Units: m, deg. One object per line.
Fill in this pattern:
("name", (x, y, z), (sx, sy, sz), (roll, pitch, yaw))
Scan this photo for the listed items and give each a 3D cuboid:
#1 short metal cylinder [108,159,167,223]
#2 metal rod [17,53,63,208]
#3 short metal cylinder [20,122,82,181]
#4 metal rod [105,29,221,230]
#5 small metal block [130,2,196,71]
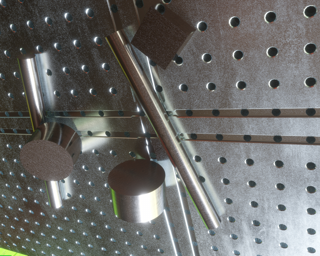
("short metal cylinder", (-0.031, 0.088, 0.445), (0.080, 0.080, 0.050), (11, 123, 22))
("metal rod", (-0.198, 0.022, 0.526), (0.025, 0.025, 0.298), (15, 125, 19))
("short metal cylinder", (-0.170, 0.037, 0.488), (0.080, 0.050, 0.079), (1, 122, 2))
("metal rod", (0.012, 0.014, 0.412), (0.025, 0.025, 0.299), (-16, 111, 34))
("small metal block", (0.003, -0.102, 0.345), (0.050, 0.025, 0.050), (39, 129, 1))
